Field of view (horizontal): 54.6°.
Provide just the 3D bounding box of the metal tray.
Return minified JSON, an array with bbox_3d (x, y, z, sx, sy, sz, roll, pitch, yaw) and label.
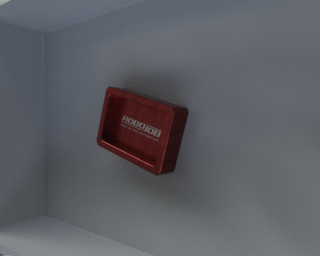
[{"bbox_3d":[-0.030,0.000,0.429,0.130,0.030,0.089,21,103,38],"label":"metal tray"}]
